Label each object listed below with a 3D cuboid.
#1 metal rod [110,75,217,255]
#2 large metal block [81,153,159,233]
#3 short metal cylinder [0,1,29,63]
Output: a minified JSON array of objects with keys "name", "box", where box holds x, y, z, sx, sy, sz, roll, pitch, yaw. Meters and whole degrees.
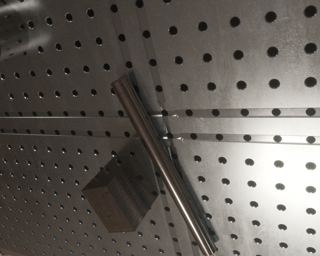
[{"name":"metal rod","box":[0.012,0.065,0.443,0.025,0.025,0.299,-15,111,34]},{"name":"large metal block","box":[-0.056,0.097,0.464,0.050,0.080,0.080,-16,110,34]},{"name":"short metal cylinder","box":[-0.235,-0.132,0.434,0.080,0.050,0.079,13,124,20]}]
